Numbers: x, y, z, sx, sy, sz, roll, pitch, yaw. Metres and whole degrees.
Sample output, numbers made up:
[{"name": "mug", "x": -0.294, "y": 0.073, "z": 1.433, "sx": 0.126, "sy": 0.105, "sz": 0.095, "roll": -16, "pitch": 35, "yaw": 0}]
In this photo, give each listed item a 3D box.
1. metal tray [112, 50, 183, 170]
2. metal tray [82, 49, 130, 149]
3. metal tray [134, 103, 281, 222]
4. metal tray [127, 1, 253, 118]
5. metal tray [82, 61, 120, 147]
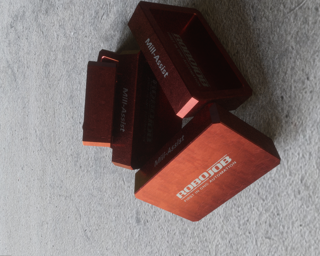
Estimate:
[{"name": "metal tray", "x": -0.010, "y": -0.021, "z": 0.371, "sx": 0.030, "sy": 0.091, "sz": 0.129, "roll": 8, "pitch": 96, "yaw": 39}, {"name": "metal tray", "x": -0.063, "y": -0.041, "z": 0.453, "sx": 0.090, "sy": 0.030, "sz": 0.129, "roll": 25, "pitch": 106, "yaw": 36}, {"name": "metal tray", "x": 0.045, "y": 0.043, "z": 0.325, "sx": 0.129, "sy": 0.090, "sz": 0.030, "roll": -46, "pitch": 28, "yaw": 30}, {"name": "metal tray", "x": 0.032, "y": -0.076, "z": 0.333, "sx": 0.030, "sy": 0.091, "sz": 0.130, "roll": -49, "pitch": 60, "yaw": 45}, {"name": "metal tray", "x": -0.070, "y": -0.030, "z": 0.388, "sx": 0.130, "sy": 0.030, "sz": 0.089, "roll": -140, "pitch": 54, "yaw": -83}]
